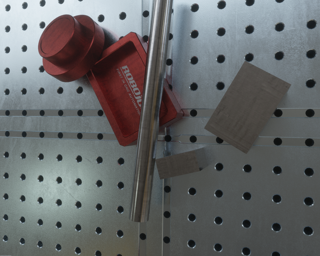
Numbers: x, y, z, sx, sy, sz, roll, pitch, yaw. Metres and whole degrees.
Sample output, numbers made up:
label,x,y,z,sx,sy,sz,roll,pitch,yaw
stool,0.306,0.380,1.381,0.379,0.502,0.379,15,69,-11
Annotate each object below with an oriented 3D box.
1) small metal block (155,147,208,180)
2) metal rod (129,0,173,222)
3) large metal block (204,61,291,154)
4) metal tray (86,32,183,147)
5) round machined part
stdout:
label,x,y,z,sx,sy,sz,roll,pitch,yaw
small metal block,0.029,0.044,0.389,0.050,0.050,0.025,-15,85,19
metal rod,-0.010,-0.034,0.382,0.025,0.025,0.298,7,92,19
large metal block,0.100,-0.021,0.348,0.050,0.080,0.080,33,101,17
metal tray,-0.038,-0.051,0.422,0.090,0.030,0.130,-29,81,17
round machined part,-0.129,-0.117,0.429,0.098,0.042,0.098,-13,64,27
